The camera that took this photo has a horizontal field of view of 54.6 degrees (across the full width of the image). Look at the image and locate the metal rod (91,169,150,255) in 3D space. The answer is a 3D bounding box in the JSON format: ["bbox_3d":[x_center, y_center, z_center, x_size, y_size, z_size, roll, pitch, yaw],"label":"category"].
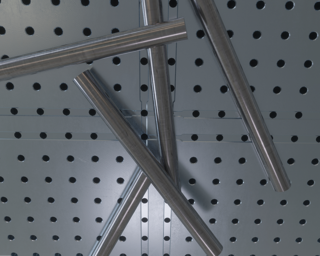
[{"bbox_3d":[-0.083,0.181,0.479,0.025,0.025,0.298,26,108,-9],"label":"metal rod"}]

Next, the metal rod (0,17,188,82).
[{"bbox_3d":[-0.118,-0.084,0.366,0.301,0.025,0.025,-10,110,9],"label":"metal rod"}]

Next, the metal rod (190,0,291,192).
[{"bbox_3d":[0.107,-0.041,0.398,0.025,0.025,0.299,-26,108,9],"label":"metal rod"}]

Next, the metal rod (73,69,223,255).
[{"bbox_3d":[-0.011,0.053,0.410,0.025,0.025,0.300,-35,99,12],"label":"metal rod"}]

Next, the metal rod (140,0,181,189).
[{"bbox_3d":[0.003,-0.039,0.399,0.025,0.025,0.298,-6,110,2],"label":"metal rod"}]
